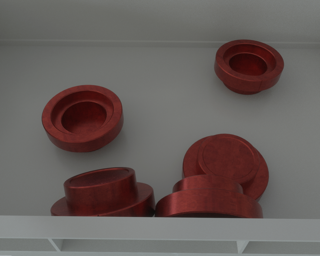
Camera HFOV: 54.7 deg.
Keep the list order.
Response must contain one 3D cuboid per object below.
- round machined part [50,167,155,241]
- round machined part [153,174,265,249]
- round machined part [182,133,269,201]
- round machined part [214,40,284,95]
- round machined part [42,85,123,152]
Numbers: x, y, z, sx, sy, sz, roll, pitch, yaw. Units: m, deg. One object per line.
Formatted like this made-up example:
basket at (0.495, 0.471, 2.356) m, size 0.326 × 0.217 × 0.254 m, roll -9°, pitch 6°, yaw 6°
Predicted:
round machined part at (-0.055, 0.067, 0.301) m, size 0.099 × 0.042 × 0.098 m, roll -8°, pitch 6°, yaw 1°
round machined part at (0.045, 0.078, 0.291) m, size 0.099 × 0.097 × 0.042 m, roll 3°, pitch 53°, yaw 3°
round machined part at (0.075, 0.045, 0.356) m, size 0.099 × 0.042 × 0.098 m, roll 0°, pitch 50°, yaw 0°
round machined part at (0.131, -0.088, 0.469) m, size 0.099 × 0.042 × 0.098 m, roll 0°, pitch 50°, yaw 0°
round machined part at (-0.096, -0.008, 0.400) m, size 0.099 × 0.042 × 0.098 m, roll 0°, pitch 50°, yaw 0°
